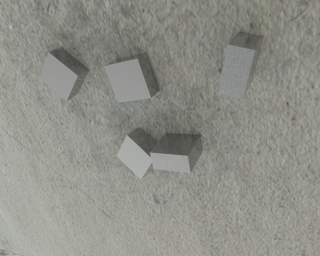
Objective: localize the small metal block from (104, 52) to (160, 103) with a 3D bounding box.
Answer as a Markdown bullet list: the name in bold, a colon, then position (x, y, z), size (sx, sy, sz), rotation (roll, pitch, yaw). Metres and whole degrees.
- **small metal block**: position (-0.035, -0.062, 0.385), size (0.050, 0.025, 0.050), rotation (-5, 116, 30)

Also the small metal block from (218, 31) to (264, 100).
- **small metal block**: position (0.081, -0.063, 0.308), size (0.025, 0.050, 0.050), rotation (18, 125, 18)

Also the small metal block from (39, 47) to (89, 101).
- **small metal block**: position (-0.133, -0.075, 0.429), size (0.050, 0.025, 0.050), rotation (39, 129, 1)

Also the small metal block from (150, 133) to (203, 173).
- **small metal block**: position (0.022, 0.030, 0.397), size (0.050, 0.050, 0.025), rotation (3, 120, 26)

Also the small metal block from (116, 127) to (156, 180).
- **small metal block**: position (-0.028, 0.036, 0.434), size (0.050, 0.025, 0.050), rotation (42, 134, 13)
